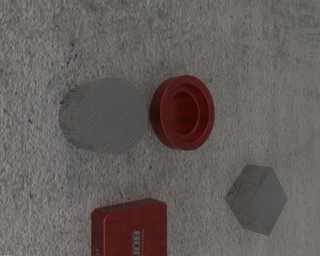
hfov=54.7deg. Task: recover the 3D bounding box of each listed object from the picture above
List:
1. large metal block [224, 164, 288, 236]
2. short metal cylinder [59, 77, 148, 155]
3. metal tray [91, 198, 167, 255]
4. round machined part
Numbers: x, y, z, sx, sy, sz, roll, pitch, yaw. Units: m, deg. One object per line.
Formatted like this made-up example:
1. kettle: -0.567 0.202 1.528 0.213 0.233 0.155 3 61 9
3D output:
1. large metal block: 0.166 0.121 0.527 0.080 0.050 0.080 -47 118 -29
2. short metal cylinder: -0.061 -0.013 0.337 0.081 0.050 0.080 0 90 -40
3. metal tray: -0.035 0.157 0.373 0.091 0.030 0.129 0 90 -40
4. round machined part: 0.025 -0.020 0.414 0.099 0.042 0.097 0 90 -40
